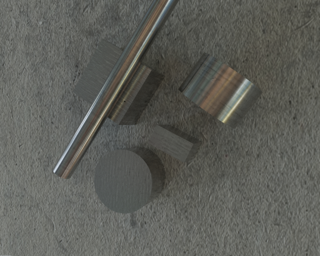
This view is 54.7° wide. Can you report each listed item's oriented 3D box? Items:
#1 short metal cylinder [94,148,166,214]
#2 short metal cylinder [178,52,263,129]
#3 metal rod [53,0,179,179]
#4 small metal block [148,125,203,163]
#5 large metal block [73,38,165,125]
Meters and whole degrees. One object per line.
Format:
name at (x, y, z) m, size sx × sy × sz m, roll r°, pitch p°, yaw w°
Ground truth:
short metal cylinder at (-0.039, 0.066, 0.408) m, size 0.080 × 0.050 × 0.079 m, roll 0°, pitch 90°, yaw 19°
short metal cylinder at (0.068, -0.043, 0.355) m, size 0.080 × 0.080 × 0.050 m, roll 38°, pitch 102°, yaw 15°
metal rod at (-0.046, -0.065, 0.370) m, size 0.025 × 0.025 × 0.299 m, roll 36°, pitch 101°, yaw 16°
small metal block at (0.021, 0.018, 0.388) m, size 0.050 × 0.050 × 0.025 m, roll 28°, pitch 99°, yaw 17°
large metal block at (-0.054, -0.059, 0.414) m, size 0.080 × 0.050 × 0.080 m, roll 35°, pitch 101°, yaw 16°
